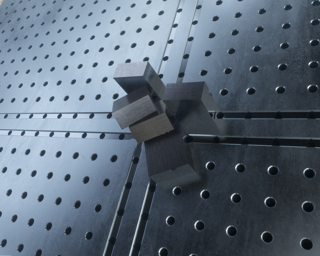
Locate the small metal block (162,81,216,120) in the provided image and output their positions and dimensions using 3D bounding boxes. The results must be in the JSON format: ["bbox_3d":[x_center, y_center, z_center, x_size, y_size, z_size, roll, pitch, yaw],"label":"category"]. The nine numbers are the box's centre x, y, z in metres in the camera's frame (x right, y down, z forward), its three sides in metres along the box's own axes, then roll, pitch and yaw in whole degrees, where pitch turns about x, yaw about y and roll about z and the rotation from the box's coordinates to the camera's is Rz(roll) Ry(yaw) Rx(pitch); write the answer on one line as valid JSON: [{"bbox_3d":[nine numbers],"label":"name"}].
[{"bbox_3d":[0.038,-0.033,0.391,0.050,0.050,0.025,1,62,28],"label":"small metal block"}]

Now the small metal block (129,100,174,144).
[{"bbox_3d":[-0.009,-0.010,0.404,0.050,0.025,0.050,-22,23,14],"label":"small metal block"}]

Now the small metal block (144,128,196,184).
[{"bbox_3d":[0.011,0.034,0.380,0.050,0.025,0.050,-20,54,15],"label":"small metal block"}]

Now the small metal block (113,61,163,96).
[{"bbox_3d":[-0.031,-0.070,0.450,0.050,0.050,0.025,2,63,28],"label":"small metal block"}]

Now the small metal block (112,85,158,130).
[{"bbox_3d":[-0.034,-0.028,0.405,0.050,0.025,0.050,-27,22,4],"label":"small metal block"}]
